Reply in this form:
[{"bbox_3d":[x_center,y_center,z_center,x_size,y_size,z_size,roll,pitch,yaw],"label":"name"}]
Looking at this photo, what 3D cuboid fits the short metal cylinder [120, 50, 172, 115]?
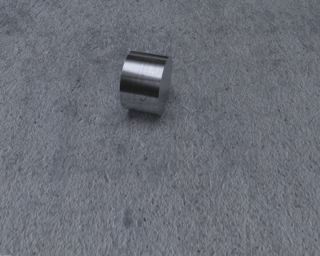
[{"bbox_3d":[-0.017,-0.061,0.419,0.050,0.080,0.080,11,51,9],"label":"short metal cylinder"}]
